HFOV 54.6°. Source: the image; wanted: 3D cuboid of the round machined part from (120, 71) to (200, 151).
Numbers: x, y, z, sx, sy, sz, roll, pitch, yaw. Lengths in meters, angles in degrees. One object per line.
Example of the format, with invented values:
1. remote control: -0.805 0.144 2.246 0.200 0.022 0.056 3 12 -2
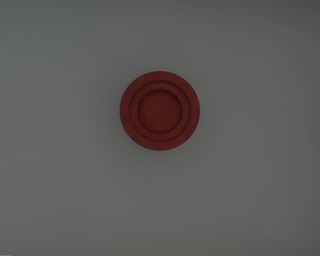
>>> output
1. round machined part: 0.000 -0.021 0.400 0.099 0.042 0.097 0 90 0
